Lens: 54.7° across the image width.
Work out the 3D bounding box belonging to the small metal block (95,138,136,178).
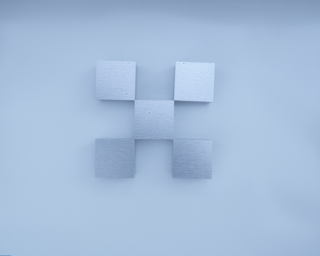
[{"bbox_3d":[-0.058,0.039,0.409,0.050,0.025,0.050,1,90,0],"label":"small metal block"}]

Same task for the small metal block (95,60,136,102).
[{"bbox_3d":[-0.057,-0.061,0.409,0.050,0.025,0.050,2,90,0],"label":"small metal block"}]

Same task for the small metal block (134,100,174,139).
[{"bbox_3d":[-0.007,-0.011,0.409,0.050,0.025,0.050,1,90,0],"label":"small metal block"}]

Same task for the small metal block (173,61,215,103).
[{"bbox_3d":[0.044,-0.059,0.409,0.050,0.025,0.050,2,90,0],"label":"small metal block"}]

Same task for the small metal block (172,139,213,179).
[{"bbox_3d":[0.042,0.040,0.409,0.050,0.025,0.050,1,90,0],"label":"small metal block"}]
